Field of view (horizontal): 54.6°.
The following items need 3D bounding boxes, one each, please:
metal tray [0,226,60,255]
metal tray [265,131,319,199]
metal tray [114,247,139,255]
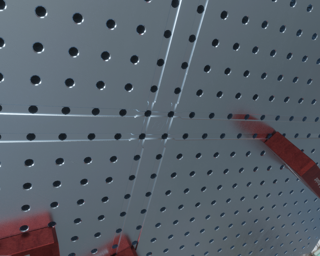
[{"bbox_3d":[-0.186,0.204,0.431,0.091,0.030,0.129,-9,123,-24],"label":"metal tray"},{"bbox_3d":[0.246,0.068,0.542,0.030,0.090,0.130,-45,129,9],"label":"metal tray"},{"bbox_3d":[-0.086,0.267,0.525,0.131,0.030,0.090,-27,128,-12],"label":"metal tray"}]
